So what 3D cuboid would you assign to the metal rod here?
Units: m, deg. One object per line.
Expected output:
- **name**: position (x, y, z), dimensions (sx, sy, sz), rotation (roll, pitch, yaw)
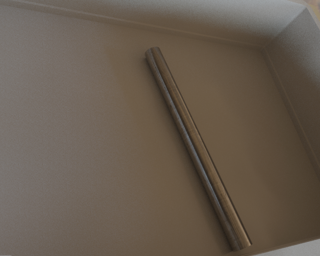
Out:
- **metal rod**: position (0.044, 0.014, 0.422), dimensions (0.025, 0.025, 0.299), rotation (-10, 67, -33)
